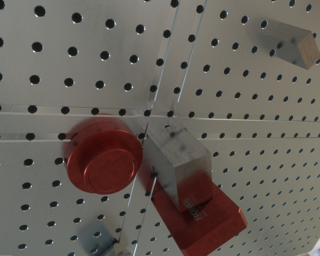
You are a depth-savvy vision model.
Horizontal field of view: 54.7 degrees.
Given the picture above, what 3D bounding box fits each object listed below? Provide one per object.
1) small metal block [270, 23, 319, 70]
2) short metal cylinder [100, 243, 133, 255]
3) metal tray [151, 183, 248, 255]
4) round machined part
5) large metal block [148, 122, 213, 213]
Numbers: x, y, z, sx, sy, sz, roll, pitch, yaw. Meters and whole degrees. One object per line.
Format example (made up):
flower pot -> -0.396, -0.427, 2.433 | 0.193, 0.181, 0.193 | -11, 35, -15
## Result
small metal block -> 0.187, -0.113, 0.427 | 0.025, 0.050, 0.050 | -45, 129, 3
short metal cylinder -> -0.066, 0.228, 0.481 | 0.050, 0.080, 0.080 | -39, 129, -2
metal tray -> 0.049, 0.117, 0.440 | 0.090, 0.130, 0.030 | -32, 115, -8
round machined part -> -0.067, 0.045, 0.392 | 0.099, 0.042, 0.097 | -14, 124, -21
large metal block -> 0.027, 0.052, 0.422 | 0.050, 0.080, 0.079 | -20, 126, -17
